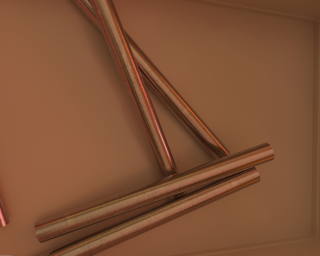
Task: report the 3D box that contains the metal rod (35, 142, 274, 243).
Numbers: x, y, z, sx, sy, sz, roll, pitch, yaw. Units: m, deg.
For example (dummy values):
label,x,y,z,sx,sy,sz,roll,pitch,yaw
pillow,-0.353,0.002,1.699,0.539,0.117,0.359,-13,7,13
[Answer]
label,x,y,z,sx,sy,sz,roll,pitch,yaw
metal rod,0.001,0.076,0.384,0.302,0.025,0.025,-18,97,-9

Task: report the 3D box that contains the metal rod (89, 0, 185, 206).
label,x,y,z,sx,sy,sz,roll,pitch,yaw
metal rod,-0.020,-0.024,0.388,0.025,0.025,0.298,-26,105,-18

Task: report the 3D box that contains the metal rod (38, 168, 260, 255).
label,x,y,z,sx,sy,sz,roll,pitch,yaw
metal rod,-0.012,0.113,0.385,0.302,0.025,0.025,-21,97,-11

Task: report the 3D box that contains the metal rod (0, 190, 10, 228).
label,x,y,z,sx,sy,sz,roll,pitch,yaw
metal rod,-0.217,-0.035,0.329,0.025,0.025,0.298,-17,96,-20

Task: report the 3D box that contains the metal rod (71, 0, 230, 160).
label,x,y,z,sx,sy,sz,roll,pitch,yaw
metal rod,-0.008,-0.066,0.408,0.025,0.025,0.300,-46,105,-14
